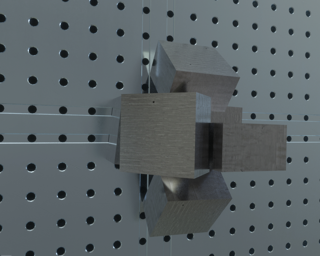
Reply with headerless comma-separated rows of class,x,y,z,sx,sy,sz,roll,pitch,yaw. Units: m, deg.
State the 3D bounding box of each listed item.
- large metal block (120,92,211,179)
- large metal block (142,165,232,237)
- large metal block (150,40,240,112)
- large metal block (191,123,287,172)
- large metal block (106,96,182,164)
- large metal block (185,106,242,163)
large metal block,0.007,0.006,0.324,0.080,0.050,0.080,1,90,25
large metal block,0.030,0.091,0.388,0.081,0.050,0.079,2,134,-20
large metal block,0.040,-0.066,0.390,0.081,0.080,0.050,2,128,-20
large metal block,0.087,0.020,0.362,0.081,0.080,0.050,2,89,-20
large metal block,-0.019,0.006,0.393,0.081,0.050,0.080,7,88,-20
large metal block,0.062,0.010,0.421,0.081,0.050,0.080,3,89,-20
